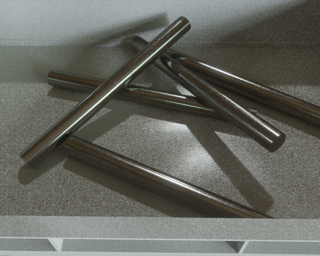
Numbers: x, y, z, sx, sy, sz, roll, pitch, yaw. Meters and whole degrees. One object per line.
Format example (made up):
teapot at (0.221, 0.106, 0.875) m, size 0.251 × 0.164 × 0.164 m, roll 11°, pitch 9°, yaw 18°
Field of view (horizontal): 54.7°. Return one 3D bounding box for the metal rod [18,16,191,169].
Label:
metal rod at (-0.061, -0.060, 0.423) m, size 0.025 × 0.025 × 0.301 m, roll 34°, pitch 67°, yaw 25°

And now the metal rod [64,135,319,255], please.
metal rod at (0.024, 0.071, 0.345) m, size 0.301 × 0.025 × 0.025 m, roll 20°, pitch 53°, yaw 16°

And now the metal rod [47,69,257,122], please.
metal rod at (-0.018, -0.045, 0.442) m, size 0.301 × 0.025 × 0.025 m, roll 12°, pitch 51°, yaw 10°

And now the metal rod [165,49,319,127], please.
metal rod at (0.138, -0.054, 0.451) m, size 0.300 × 0.025 × 0.025 m, roll 27°, pitch 55°, yaw 20°

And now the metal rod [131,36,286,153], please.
metal rod at (0.044, -0.064, 0.430) m, size 0.025 × 0.025 × 0.300 m, roll -27°, pitch 47°, yaw -21°
